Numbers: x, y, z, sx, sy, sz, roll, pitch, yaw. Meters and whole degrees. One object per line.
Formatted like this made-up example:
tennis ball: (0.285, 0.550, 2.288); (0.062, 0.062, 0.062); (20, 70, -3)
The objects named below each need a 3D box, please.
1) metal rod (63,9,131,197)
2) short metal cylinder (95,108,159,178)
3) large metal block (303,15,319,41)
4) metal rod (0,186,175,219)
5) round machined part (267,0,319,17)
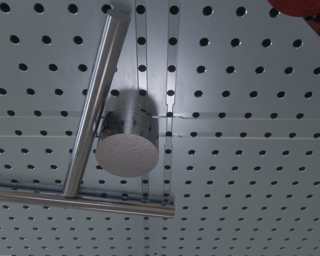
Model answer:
metal rod: (-0.092, -0.007, 0.404); (0.025, 0.025, 0.298); (15, 129, -13)
short metal cylinder: (-0.042, 0.021, 0.412); (0.081, 0.050, 0.079); (0, 130, 0)
large metal block: (0.210, -0.101, 0.311); (0.080, 0.050, 0.080); (37, 121, -27)
metal rod: (-0.125, 0.124, 0.515); (0.302, 0.025, 0.025); (8, 130, -7)
round machined part: (0.140, -0.147, 0.276); (0.099, 0.042, 0.097); (-1, 130, 0)
